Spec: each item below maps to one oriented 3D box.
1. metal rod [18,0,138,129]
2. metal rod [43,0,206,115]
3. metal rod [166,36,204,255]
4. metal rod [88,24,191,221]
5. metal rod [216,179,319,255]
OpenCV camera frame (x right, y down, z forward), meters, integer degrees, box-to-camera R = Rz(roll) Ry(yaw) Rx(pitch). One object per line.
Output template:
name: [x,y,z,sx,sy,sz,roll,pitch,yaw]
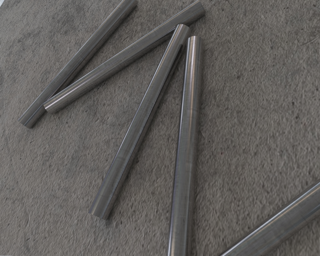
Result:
metal rod: [-0.142,-0.123,0.553,0.025,0.025,0.300,31,78,38]
metal rod: [-0.061,-0.112,0.504,0.300,0.025,0.025,-32,52,7]
metal rod: [0.035,0.005,0.382,0.025,0.025,0.299,-7,58,25]
metal rod: [-0.020,-0.021,0.427,0.025,0.025,0.300,11,67,32]
metal rod: [0.138,0.071,0.287,0.300,0.025,0.025,-38,51,2]
